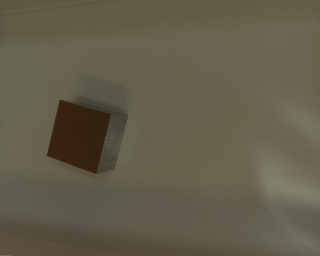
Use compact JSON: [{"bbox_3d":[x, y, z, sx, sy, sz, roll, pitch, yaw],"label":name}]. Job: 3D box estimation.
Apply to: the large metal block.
[{"bbox_3d":[-0.100,0.010,0.431,0.080,0.050,0.079,16,95,19],"label":"large metal block"}]
